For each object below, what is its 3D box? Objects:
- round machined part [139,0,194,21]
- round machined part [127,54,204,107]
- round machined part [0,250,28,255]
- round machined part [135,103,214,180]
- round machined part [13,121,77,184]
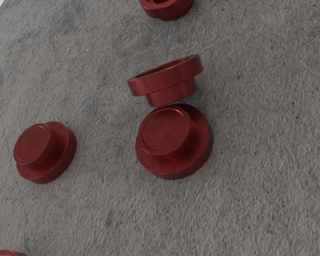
[{"bbox_3d":[0.018,-0.219,0.518,0.098,0.042,0.098,-13,56,21],"label":"round machined part"},{"bbox_3d":[0.010,-0.059,0.403,0.098,0.042,0.098,-20,15,6],"label":"round machined part"},{"bbox_3d":[-0.183,0.199,0.367,0.098,0.042,0.098,-13,56,21],"label":"round machined part"},{"bbox_3d":[0.012,0.011,0.380,0.098,0.042,0.098,-13,56,21],"label":"round machined part"},{"bbox_3d":[-0.179,0.032,0.468,0.098,0.042,0.098,-13,56,21],"label":"round machined part"}]
